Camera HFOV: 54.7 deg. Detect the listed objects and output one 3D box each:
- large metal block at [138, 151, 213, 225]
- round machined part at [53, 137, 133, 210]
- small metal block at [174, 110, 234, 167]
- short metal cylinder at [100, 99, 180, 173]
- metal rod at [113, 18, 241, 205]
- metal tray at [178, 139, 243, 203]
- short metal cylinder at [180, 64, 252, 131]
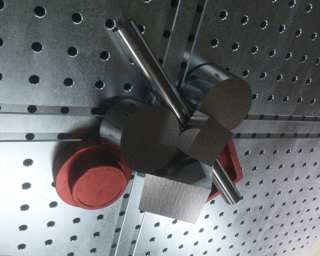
[{"bbox_3d":[0.020,0.077,0.415,0.080,0.050,0.079,14,132,1],"label":"large metal block"},{"bbox_3d":[-0.080,0.064,0.390,0.099,0.042,0.097,-14,124,-21],"label":"round machined part"},{"bbox_3d":[0.053,0.013,0.376,0.050,0.025,0.050,30,94,-38],"label":"small metal block"},{"bbox_3d":[-0.024,0.008,0.368,0.081,0.050,0.079,-10,108,-34],"label":"short metal cylinder"},{"bbox_3d":[0.036,0.000,0.394,0.025,0.025,0.299,-37,120,-4],"label":"metal rod"},{"bbox_3d":[0.072,0.054,0.476,0.090,0.030,0.130,-32,129,-8],"label":"metal tray"},{"bbox_3d":[0.073,-0.037,0.408,0.081,0.050,0.079,-14,124,-21],"label":"short metal cylinder"}]
